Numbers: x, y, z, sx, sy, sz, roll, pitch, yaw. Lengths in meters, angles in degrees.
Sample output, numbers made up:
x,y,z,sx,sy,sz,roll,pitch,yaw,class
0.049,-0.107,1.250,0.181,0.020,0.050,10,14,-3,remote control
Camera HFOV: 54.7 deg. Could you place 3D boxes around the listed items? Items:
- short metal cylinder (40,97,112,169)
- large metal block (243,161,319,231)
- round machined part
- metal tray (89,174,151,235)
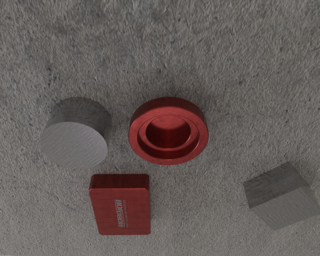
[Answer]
x,y,z,sx,sy,sz,roll,pitch,yaw,class
-0.104,0.007,0.396,0.081,0.050,0.079,0,130,0,short metal cylinder
0.191,0.109,0.486,0.080,0.050,0.080,-32,123,24,large metal block
0.011,-0.001,0.396,0.099,0.042,0.097,0,130,0,round machined part
-0.062,0.130,0.514,0.091,0.030,0.129,0,130,0,metal tray
